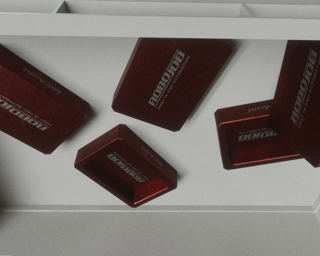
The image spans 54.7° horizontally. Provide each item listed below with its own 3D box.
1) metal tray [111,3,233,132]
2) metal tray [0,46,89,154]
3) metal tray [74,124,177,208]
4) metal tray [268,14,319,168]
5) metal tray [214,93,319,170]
[{"bbox_3d":[0.009,-0.061,0.354,0.091,0.030,0.129,19,128,-16],"label":"metal tray"},{"bbox_3d":[-0.167,-0.029,0.378,0.130,0.030,0.090,36,121,-27],"label":"metal tray"},{"bbox_3d":[-0.047,0.061,0.457,0.090,0.030,0.130,-31,124,23],"label":"metal tray"},{"bbox_3d":[0.156,-0.038,0.306,0.030,0.090,0.129,-5,121,-14],"label":"metal tray"},{"bbox_3d":[0.144,0.007,0.414,0.131,0.030,0.090,-10,130,8],"label":"metal tray"}]
